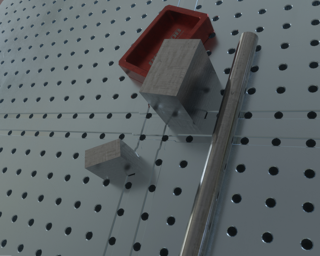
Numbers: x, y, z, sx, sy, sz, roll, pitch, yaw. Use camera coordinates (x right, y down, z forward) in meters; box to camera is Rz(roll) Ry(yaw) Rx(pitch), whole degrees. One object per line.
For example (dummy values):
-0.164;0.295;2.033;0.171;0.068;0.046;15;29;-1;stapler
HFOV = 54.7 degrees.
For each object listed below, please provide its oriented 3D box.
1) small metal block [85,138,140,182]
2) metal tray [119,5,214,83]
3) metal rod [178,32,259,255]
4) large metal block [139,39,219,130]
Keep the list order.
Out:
-0.060;0.042;0.396;0.050;0.050;0.025;-19;55;16;small metal block
0.009;-0.126;0.475;0.090;0.030;0.130;31;78;37;metal tray
0.074;0.010;0.362;0.025;0.025;0.300;6;64;30;metal rod
0.028;-0.054;0.390;0.050;0.080;0.080;10;67;32;large metal block
